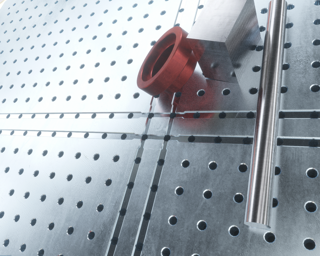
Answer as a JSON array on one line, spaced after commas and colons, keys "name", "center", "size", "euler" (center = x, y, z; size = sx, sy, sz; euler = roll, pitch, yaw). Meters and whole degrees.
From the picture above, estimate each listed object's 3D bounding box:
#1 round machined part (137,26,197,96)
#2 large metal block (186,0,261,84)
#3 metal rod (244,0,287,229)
[{"name": "round machined part", "center": [0.014, -0.086, 0.426], "size": [0.098, 0.042, 0.098], "euler": [-42, 30, 33]}, {"name": "large metal block", "center": [0.086, -0.116, 0.398], "size": [0.050, 0.080, 0.080], "euler": [18, 71, 33]}, {"name": "metal rod", "center": [0.128, -0.037, 0.363], "size": [0.025, 0.025, 0.300], "euler": [0, 62, 28]}]
